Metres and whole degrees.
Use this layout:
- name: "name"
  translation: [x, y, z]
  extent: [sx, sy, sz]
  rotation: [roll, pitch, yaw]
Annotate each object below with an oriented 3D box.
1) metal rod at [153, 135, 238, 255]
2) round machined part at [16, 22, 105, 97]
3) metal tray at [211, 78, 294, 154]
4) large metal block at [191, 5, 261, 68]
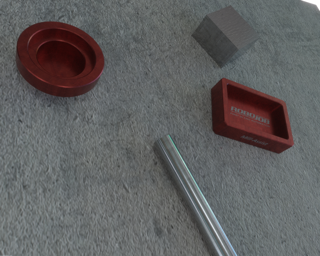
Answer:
- name: "metal rod"
  translation: [0.073, 0.142, 0.358]
  extent: [0.025, 0.025, 0.299]
  rotation: [-18, 71, -35]
- name: "round machined part"
  translation: [-0.121, -0.078, 0.376]
  extent: [0.099, 0.042, 0.098]
  rotation: [14, 56, -21]
- name: "metal tray"
  translation: [0.146, -0.019, 0.493]
  extent: [0.131, 0.030, 0.090]
  rotation: [17, 55, -19]
- name: "large metal block"
  translation: [0.118, -0.164, 0.554]
  extent: [0.081, 0.050, 0.080]
  rotation: [-35, 82, -39]
